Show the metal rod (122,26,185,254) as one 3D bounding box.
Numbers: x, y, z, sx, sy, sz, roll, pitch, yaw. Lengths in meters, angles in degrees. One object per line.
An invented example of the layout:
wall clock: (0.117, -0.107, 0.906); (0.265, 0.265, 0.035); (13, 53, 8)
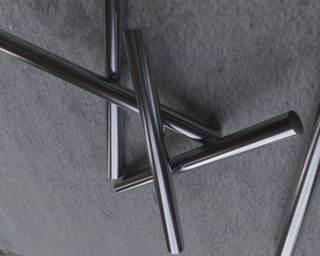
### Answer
metal rod: (-0.002, 0.033, 0.373); (0.025, 0.025, 0.298); (3, 117, 26)

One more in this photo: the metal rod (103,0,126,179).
metal rod: (-0.059, -0.052, 0.404); (0.025, 0.025, 0.298); (17, 125, 18)

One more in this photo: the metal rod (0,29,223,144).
metal rod: (-0.066, -0.047, 0.376); (0.301, 0.025, 0.025); (25, 128, -1)

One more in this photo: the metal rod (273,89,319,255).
metal rod: (0.168, 0.056, 0.352); (0.025, 0.025, 0.298); (13, 124, 21)

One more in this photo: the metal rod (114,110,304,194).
metal rod: (0.031, 0.044, 0.390); (0.299, 0.025, 0.025); (-27, 104, 45)
